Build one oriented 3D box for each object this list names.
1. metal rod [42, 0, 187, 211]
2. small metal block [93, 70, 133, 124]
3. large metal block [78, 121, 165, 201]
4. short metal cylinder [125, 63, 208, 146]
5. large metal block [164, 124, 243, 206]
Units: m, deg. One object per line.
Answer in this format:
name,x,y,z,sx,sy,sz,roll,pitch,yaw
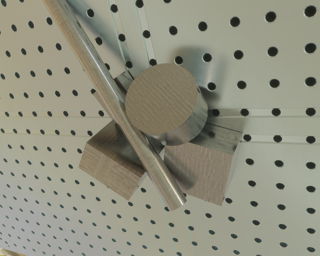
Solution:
metal rod,-0.055,-0.033,0.379,0.025,0.025,0.299,-31,90,37
small metal block,-0.052,-0.040,0.413,0.050,0.025,0.050,-27,104,37
large metal block,-0.049,0.037,0.422,0.080,0.080,0.050,32,128,7
short metal cylinder,0.009,-0.025,0.346,0.080,0.080,0.050,8,166,23
large metal block,0.051,0.041,0.391,0.080,0.050,0.079,16,125,18
